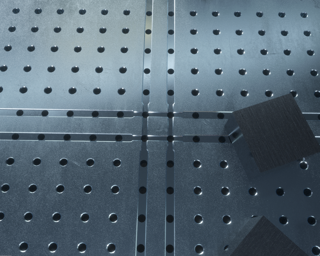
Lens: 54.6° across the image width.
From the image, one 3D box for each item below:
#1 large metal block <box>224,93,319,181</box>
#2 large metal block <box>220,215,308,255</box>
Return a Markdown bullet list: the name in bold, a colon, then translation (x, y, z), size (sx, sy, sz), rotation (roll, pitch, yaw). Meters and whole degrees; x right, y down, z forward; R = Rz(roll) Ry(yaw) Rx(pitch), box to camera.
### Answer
- **large metal block**: translation (0.140, 0.012, 0.395), size (0.080, 0.050, 0.080), rotation (-18, 71, -7)
- **large metal block**: translation (0.114, 0.157, 0.342), size (0.080, 0.050, 0.080), rotation (42, 75, 14)
